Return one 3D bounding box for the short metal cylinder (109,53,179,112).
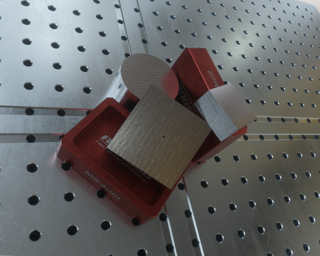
[{"bbox_3d":[-0.022,-0.052,0.413,0.081,0.050,0.080,14,56,-21],"label":"short metal cylinder"}]

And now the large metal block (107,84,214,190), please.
[{"bbox_3d":[-0.002,0.009,0.347,0.080,0.050,0.080,35,87,-6],"label":"large metal block"}]

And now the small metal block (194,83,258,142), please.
[{"bbox_3d":[0.073,-0.019,0.340,0.050,0.025,0.050,-22,74,-48],"label":"small metal block"}]

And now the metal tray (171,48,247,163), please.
[{"bbox_3d":[0.051,-0.030,0.414,0.030,0.090,0.130,-10,67,-33],"label":"metal tray"}]

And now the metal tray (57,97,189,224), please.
[{"bbox_3d":[-0.040,0.035,0.362,0.130,0.030,0.090,40,51,-1],"label":"metal tray"}]
